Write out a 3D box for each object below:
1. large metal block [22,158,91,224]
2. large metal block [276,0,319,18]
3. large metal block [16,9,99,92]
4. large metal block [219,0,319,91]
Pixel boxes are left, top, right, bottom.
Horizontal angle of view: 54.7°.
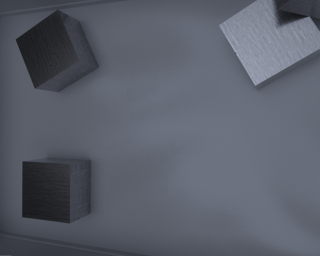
[{"bbox_3d":[-0.149,0.087,0.450,0.080,0.050,0.080,0,90,20],"label":"large metal block"},{"bbox_3d":[0.164,-0.146,0.284,0.081,0.080,0.050,0,78,-25],"label":"large metal block"},{"bbox_3d":[-0.148,-0.108,0.450,0.080,0.050,0.080,-27,81,18],"label":"large metal block"},{"bbox_3d":[0.126,-0.100,0.353,0.080,0.050,0.080,-31,80,17],"label":"large metal block"}]
